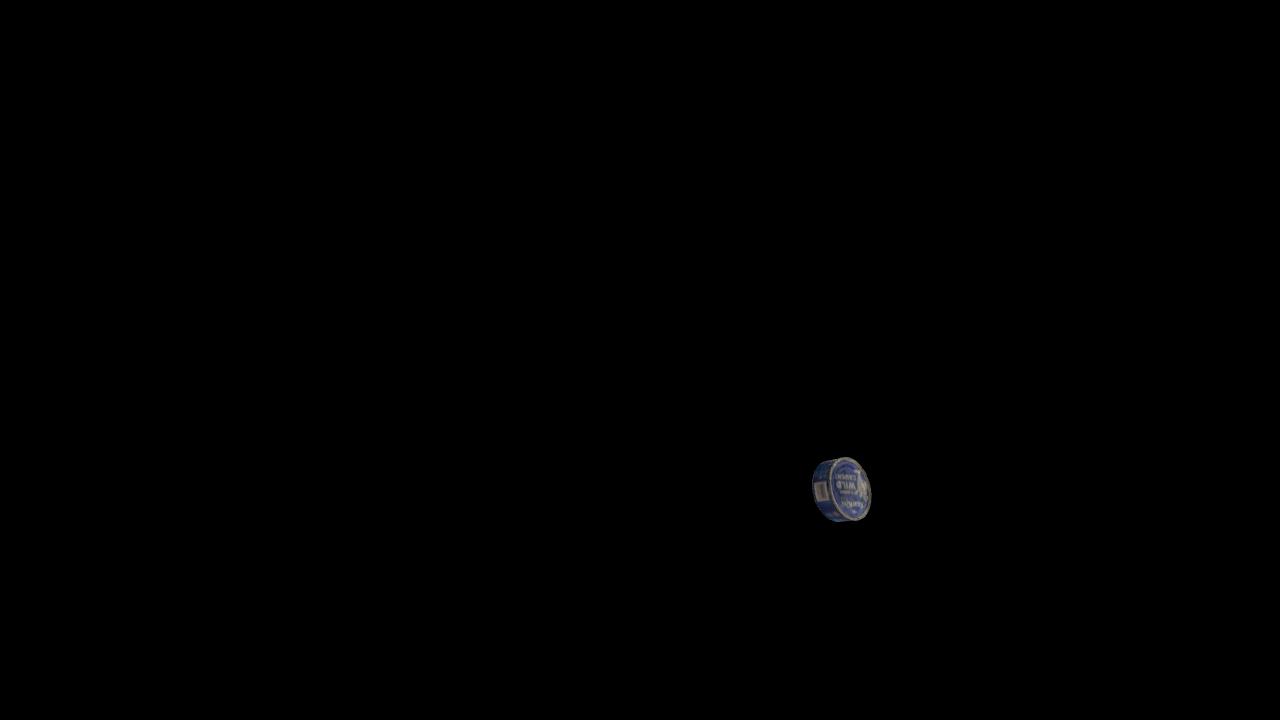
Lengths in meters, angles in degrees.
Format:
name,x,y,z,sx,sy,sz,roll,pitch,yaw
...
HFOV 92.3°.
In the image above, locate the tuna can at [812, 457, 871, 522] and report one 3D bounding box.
name,x,y,z,sx,sy,sz,roll,pitch,yaw
tuna can,0.271,0.175,0.829,0.084,0.084,0.034,0,-17,-36
